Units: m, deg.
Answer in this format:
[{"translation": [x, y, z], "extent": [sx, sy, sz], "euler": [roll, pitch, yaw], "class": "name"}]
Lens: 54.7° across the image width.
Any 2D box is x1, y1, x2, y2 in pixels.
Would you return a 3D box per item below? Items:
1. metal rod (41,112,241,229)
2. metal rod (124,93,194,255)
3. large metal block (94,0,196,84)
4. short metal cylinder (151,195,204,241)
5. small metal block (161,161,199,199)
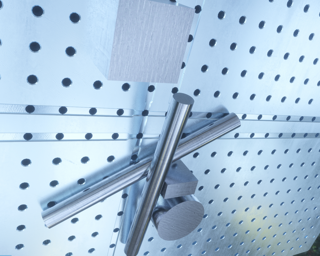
[{"translation": [-0.017, 0.054, 0.436], "extent": [0.302, 0.025, 0.025], "euler": [-27, 128, -12], "class": "metal rod"}, {"translation": [-0.011, 0.085, 0.430], "extent": [0.025, 0.025, 0.298], "euler": [-3, 129, -27], "class": "metal rod"}, {"translation": [-0.019, -0.095, 0.327], "extent": [0.081, 0.050, 0.079], "euler": [-2, 119, -28], "class": "large metal block"}, {"translation": [0.022, 0.130, 0.490], "extent": [0.081, 0.050, 0.079], "euler": [-14, 125, -21], "class": "short metal cylinder"}, {"translation": [0.020, 0.075, 0.454], "extent": [0.050, 0.050, 0.025], "euler": [-3, 120, -28], "class": "small metal block"}]
